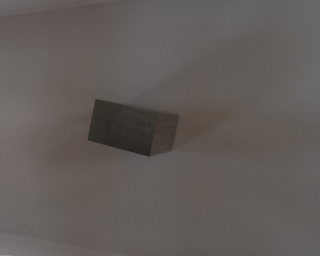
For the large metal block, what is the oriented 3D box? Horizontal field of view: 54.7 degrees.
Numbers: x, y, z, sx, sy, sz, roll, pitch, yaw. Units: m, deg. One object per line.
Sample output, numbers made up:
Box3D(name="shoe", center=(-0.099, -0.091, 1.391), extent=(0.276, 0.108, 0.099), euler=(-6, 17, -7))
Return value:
Box3D(name="large metal block", center=(-0.030, -0.001, 0.388), extent=(0.080, 0.080, 0.050), euler=(13, 95, 19))
